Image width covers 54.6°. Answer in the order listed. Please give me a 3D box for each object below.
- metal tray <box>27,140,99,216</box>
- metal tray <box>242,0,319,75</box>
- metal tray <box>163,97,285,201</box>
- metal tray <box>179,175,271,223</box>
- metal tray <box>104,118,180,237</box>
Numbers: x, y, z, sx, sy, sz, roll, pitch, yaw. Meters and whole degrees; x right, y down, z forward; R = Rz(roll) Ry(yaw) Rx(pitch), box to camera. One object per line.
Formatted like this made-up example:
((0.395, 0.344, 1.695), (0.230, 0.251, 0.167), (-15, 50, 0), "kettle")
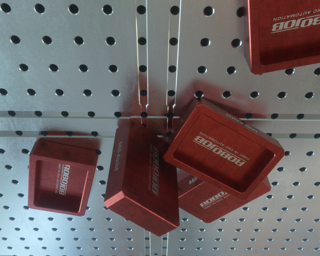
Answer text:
((-0.151, 0.081, 0.475), (0.091, 0.030, 0.129), (12, 129, -11), "metal tray")
((0.154, -0.111, 0.314), (0.130, 0.030, 0.090), (-10, 130, 8), "metal tray")
((0.081, 0.029, 0.405), (0.130, 0.030, 0.090), (28, 112, -10), "metal tray")
((0.094, 0.096, 0.491), (0.090, 0.030, 0.130), (36, 121, -27), "metal tray")
((-0.018, 0.058, 0.391), (0.030, 0.130, 0.090), (-36, 122, 27), "metal tray")
